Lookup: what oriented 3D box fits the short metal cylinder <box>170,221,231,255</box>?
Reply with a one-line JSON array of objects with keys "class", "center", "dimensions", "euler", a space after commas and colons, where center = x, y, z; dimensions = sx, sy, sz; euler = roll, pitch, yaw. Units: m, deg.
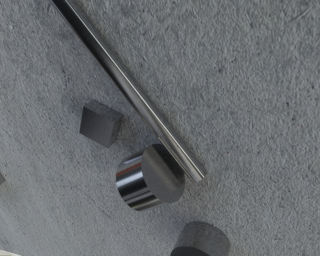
[{"class": "short metal cylinder", "center": [0.063, 0.191, 0.475], "dimensions": [0.080, 0.050, 0.079], "euler": [13, 124, 20]}]

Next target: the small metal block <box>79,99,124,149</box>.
[{"class": "small metal block", "center": [-0.085, -0.006, 0.446], "dimensions": [0.050, 0.025, 0.050], "euler": [28, 128, 10]}]

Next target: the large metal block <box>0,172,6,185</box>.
[{"class": "large metal block", "center": [-0.388, 0.095, 0.650], "dimensions": [0.080, 0.050, 0.080], "euler": [-8, 115, 31]}]

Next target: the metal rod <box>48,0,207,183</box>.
[{"class": "metal rod", "center": [-0.038, -0.051, 0.393], "dimensions": [0.025, 0.025, 0.300], "euler": [-31, 102, 37]}]

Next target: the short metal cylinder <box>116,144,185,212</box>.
[{"class": "short metal cylinder", "center": [-0.012, 0.067, 0.418], "dimensions": [0.050, 0.080, 0.080], "euler": [-29, 103, 37]}]
